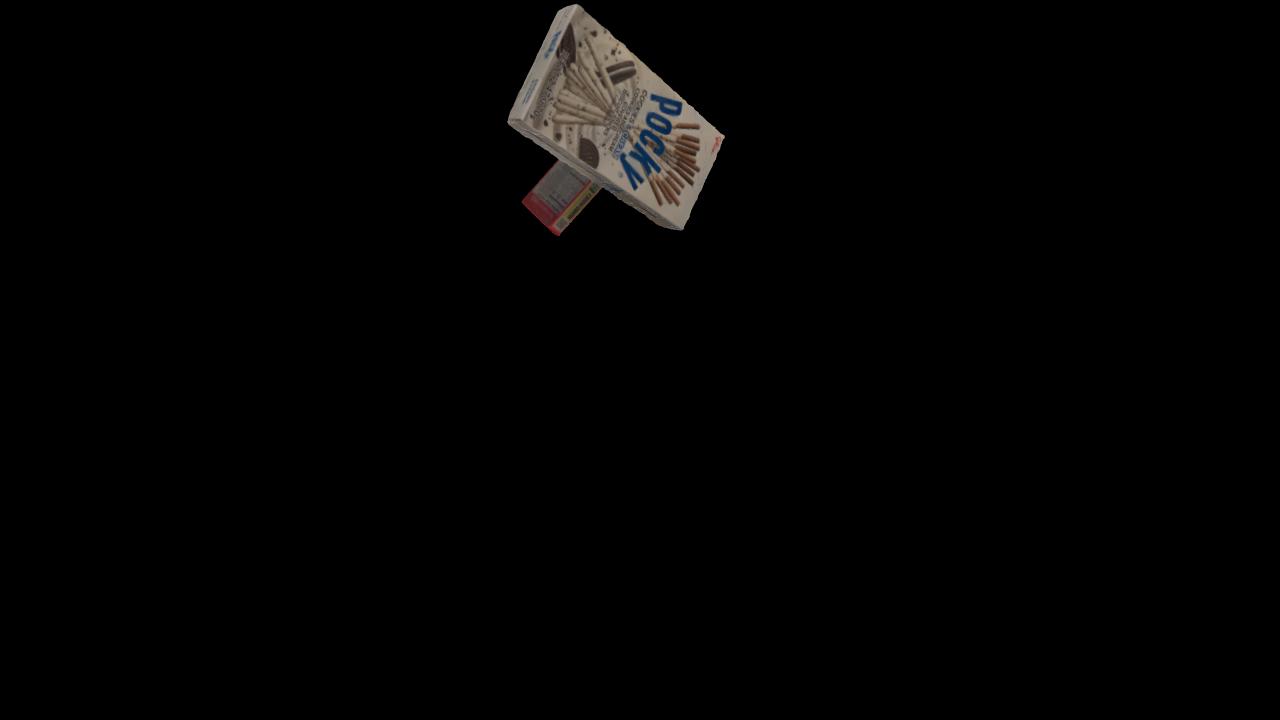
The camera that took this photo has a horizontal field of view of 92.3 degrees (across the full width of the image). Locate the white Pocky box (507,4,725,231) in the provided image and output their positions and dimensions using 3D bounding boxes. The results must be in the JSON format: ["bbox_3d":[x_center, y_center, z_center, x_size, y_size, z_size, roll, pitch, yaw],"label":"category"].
[{"bbox_3d":[-0.011,-0.164,0.438,0.154,0.084,0.028,24,1,-39],"label":"white Pocky box"}]

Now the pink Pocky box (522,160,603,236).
[{"bbox_3d":[-0.094,-0.259,0.884,0.084,0.155,0.029,46,5,34],"label":"pink Pocky box"}]
